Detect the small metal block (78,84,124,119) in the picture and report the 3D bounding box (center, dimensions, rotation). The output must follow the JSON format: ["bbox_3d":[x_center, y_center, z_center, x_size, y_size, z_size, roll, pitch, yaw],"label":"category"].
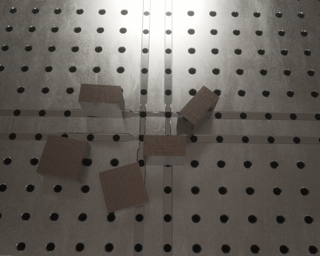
[{"bbox_3d":[-0.076,-0.035,0.410,0.050,0.050,0.025,4,70,1],"label":"small metal block"}]

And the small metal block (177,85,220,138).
[{"bbox_3d":[0.049,-0.020,0.407,0.025,0.050,0.050,39,74,12],"label":"small metal block"}]

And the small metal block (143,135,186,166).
[{"bbox_3d":[0.005,0.029,0.388,0.050,0.050,0.025,1,70,0],"label":"small metal block"}]

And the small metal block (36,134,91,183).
[{"bbox_3d":[-0.122,0.040,0.396,0.050,0.025,0.050,10,70,3],"label":"small metal block"}]

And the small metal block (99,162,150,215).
[{"bbox_3d":[-0.044,0.075,0.384,0.050,0.025,0.050,-15,71,-6],"label":"small metal block"}]
